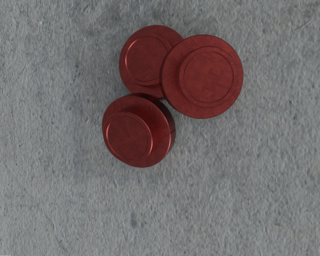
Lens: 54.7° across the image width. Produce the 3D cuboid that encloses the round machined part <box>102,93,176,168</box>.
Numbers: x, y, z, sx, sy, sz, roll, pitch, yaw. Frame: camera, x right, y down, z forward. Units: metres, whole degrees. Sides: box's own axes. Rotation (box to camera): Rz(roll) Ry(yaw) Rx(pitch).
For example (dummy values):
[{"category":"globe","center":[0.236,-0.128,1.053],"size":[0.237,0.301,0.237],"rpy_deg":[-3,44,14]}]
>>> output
[{"category":"round machined part","center":[-0.033,0.007,0.396],"size":[0.098,0.042,0.097],"rpy_deg":[7,110,21]}]

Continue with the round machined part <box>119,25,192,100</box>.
[{"category":"round machined part","center":[-0.010,-0.086,0.403],"size":[0.098,0.042,0.097],"rpy_deg":[0,90,19]}]

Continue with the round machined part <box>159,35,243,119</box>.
[{"category":"round machined part","center":[0.051,-0.058,0.360],"size":[0.099,0.042,0.097],"rpy_deg":[-1,99,-9]}]
